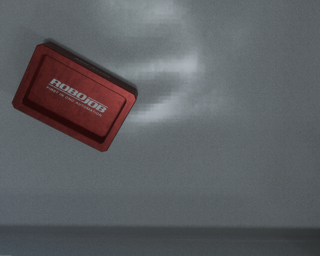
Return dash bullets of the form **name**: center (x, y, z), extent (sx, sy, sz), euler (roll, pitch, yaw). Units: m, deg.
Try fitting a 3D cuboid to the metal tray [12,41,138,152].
- **metal tray**: center (-0.105, -0.038, 0.393), extent (0.130, 0.030, 0.090), euler (28, 108, -10)
